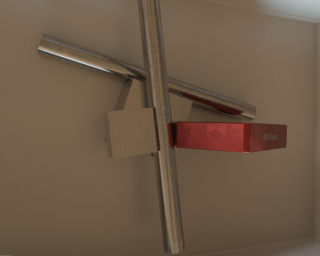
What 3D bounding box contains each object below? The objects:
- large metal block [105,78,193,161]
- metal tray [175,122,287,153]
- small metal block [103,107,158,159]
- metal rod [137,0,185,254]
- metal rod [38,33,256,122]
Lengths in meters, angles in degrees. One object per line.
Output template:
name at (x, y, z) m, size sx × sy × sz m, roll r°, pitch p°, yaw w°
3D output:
large metal block at (-0.015, -0.008, 0.391) m, size 0.081 × 0.050 × 0.080 m, roll 19°, pitch 84°, yaw -20°
metal tray at (0.091, 0.009, 0.381) m, size 0.131 × 0.090 × 0.030 m, roll 1°, pitch 91°, yaw -52°
small metal block at (-0.033, 0.005, 0.344) m, size 0.050 × 0.025 × 0.050 m, roll -7°, pitch 92°, yaw -21°
metal rod at (0.001, -0.006, 0.357) m, size 0.025 × 0.025 × 0.298 m, roll -7°, pitch 93°, yaw -20°
metal rod at (-0.001, -0.060, 0.410) m, size 0.302 × 0.025 × 0.025 m, roll 15°, pitch 85°, yaw -20°
